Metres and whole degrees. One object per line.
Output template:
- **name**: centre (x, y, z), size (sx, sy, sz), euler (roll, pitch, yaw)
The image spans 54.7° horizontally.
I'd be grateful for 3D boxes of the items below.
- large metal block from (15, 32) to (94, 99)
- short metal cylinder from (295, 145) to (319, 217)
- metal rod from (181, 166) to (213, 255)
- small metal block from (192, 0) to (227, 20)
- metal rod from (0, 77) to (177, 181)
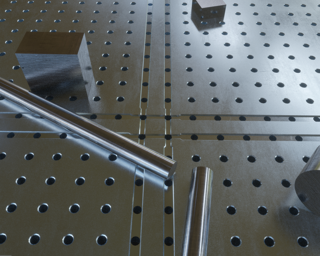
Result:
- **large metal block**: centre (-0.146, -0.089, 0.445), size (0.081, 0.080, 0.050), euler (1, 50, 0)
- **short metal cylinder**: centre (0.192, 0.059, 0.325), size (0.080, 0.080, 0.050), euler (33, 58, 24)
- **metal rod**: centre (0.024, 0.165, 0.269), size (0.025, 0.025, 0.300), euler (8, 50, 6)
- **small metal block**: centre (0.096, -0.241, 0.612), size (0.050, 0.025, 0.050), euler (-12, 51, -11)
- **metal rod**: centre (-0.116, -0.008, 0.412), size (0.301, 0.025, 0.025), euler (24, 54, 18)
